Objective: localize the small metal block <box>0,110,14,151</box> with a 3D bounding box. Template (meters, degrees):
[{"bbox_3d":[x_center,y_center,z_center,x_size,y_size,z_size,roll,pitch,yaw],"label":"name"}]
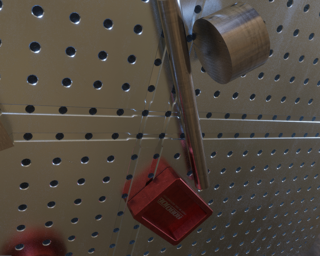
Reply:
[{"bbox_3d":[-0.184,0.002,0.312,0.050,0.025,0.050,-21,127,-16],"label":"small metal block"}]

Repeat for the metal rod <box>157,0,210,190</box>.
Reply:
[{"bbox_3d":[0.039,-0.024,0.419,0.025,0.025,0.298,-25,128,-13],"label":"metal rod"}]

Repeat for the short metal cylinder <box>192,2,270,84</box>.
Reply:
[{"bbox_3d":[0.080,-0.098,0.361,0.050,0.080,0.080,-28,128,-11],"label":"short metal cylinder"}]

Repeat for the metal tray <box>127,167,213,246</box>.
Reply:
[{"bbox_3d":[0.020,0.131,0.501,0.090,0.030,0.130,-41,130,0],"label":"metal tray"}]
